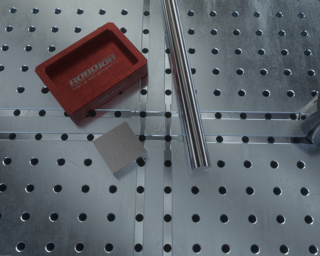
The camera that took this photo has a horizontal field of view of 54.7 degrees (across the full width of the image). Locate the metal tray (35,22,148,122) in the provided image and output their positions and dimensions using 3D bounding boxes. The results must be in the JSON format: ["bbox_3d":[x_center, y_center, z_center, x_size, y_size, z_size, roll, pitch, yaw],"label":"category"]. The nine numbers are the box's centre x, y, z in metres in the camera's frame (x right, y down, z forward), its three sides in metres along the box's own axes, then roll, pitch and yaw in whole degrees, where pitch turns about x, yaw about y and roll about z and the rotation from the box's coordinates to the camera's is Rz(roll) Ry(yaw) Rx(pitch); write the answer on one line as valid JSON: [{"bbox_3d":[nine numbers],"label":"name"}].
[{"bbox_3d":[-0.094,-0.081,0.437,0.131,0.030,0.090,-37,74,-13],"label":"metal tray"}]

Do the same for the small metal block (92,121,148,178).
[{"bbox_3d":[-0.051,0.028,0.401,0.050,0.025,0.050,-32,74,-12],"label":"small metal block"}]

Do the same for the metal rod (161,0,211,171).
[{"bbox_3d":[0.031,-0.088,0.444,0.025,0.025,0.299,-8,70,-3],"label":"metal rod"}]

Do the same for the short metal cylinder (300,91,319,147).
[{"bbox_3d":[0.235,-0.015,0.407,0.081,0.050,0.080,0,70,0],"label":"short metal cylinder"}]
